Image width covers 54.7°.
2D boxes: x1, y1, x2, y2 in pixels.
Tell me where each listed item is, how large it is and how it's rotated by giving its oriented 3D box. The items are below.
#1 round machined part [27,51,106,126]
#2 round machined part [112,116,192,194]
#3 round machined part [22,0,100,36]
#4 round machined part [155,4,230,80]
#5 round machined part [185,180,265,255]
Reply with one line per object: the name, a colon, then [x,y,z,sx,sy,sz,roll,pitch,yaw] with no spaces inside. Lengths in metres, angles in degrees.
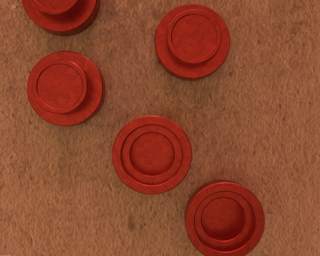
round machined part: [-0.123,-0.051,0.400,0.099,0.042,0.097,0,90,-1]
round machined part: [-0.010,0.033,0.401,0.099,0.042,0.097,0,90,-1]
round machined part: [-0.130,-0.173,0.400,0.099,0.042,0.097,0,90,-1]
round machined part: [0.042,-0.113,0.402,0.099,0.042,0.097,0,90,-1]
round machined part: [0.081,0.115,0.403,0.099,0.042,0.097,0,90,-1]
